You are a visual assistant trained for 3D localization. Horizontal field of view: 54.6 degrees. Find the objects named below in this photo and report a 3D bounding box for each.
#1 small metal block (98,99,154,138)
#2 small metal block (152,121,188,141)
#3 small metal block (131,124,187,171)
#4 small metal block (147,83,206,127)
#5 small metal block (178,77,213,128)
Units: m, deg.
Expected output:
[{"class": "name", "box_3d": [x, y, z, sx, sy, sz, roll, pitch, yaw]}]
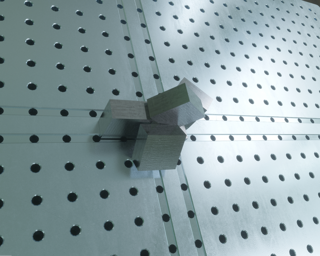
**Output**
[{"class": "small metal block", "box_3d": [-0.042, -0.010, 0.374, 0.050, 0.050, 0.025, 1, 62, -27]}, {"class": "small metal block", "box_3d": [0.004, -0.003, 0.411, 0.050, 0.025, 0.050, 2, 61, -28]}, {"class": "small metal block", "box_3d": [-0.002, 0.023, 0.373, 0.050, 0.050, 0.025, 1, 30, -27]}, {"class": "small metal block", "box_3d": [0.020, -0.024, 0.372, 0.050, 0.050, 0.025, 34, 39, -56]}, {"class": "small metal block", "box_3d": [0.037, -0.034, 0.432, 0.050, 0.050, 0.025, 37, 50, -4]}]
